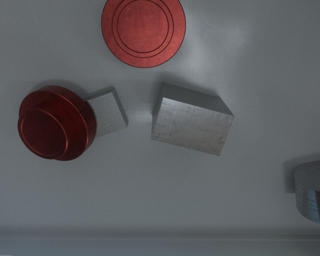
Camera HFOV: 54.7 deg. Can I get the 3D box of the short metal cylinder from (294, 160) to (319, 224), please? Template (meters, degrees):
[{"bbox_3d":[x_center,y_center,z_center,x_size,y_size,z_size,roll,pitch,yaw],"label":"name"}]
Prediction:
[{"bbox_3d":[0.226,0.085,0.417,0.080,0.080,0.050,-12,110,4],"label":"short metal cylinder"}]

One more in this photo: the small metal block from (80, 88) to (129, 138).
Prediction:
[{"bbox_3d":[-0.075,-0.019,0.403,0.050,0.025,0.050,-18,109,6],"label":"small metal block"}]

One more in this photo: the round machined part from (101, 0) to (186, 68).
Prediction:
[{"bbox_3d":[-0.019,-0.118,0.358,0.099,0.042,0.097,0,110,-1],"label":"round machined part"}]

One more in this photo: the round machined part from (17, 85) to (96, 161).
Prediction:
[{"bbox_3d":[-0.134,0.000,0.385,0.098,0.042,0.097,8,118,15],"label":"round machined part"}]

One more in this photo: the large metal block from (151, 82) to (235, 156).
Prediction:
[{"bbox_3d":[0.035,-0.014,0.377,0.081,0.080,0.050,14,109,-6],"label":"large metal block"}]
